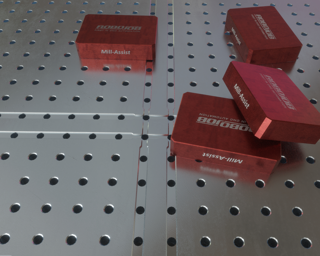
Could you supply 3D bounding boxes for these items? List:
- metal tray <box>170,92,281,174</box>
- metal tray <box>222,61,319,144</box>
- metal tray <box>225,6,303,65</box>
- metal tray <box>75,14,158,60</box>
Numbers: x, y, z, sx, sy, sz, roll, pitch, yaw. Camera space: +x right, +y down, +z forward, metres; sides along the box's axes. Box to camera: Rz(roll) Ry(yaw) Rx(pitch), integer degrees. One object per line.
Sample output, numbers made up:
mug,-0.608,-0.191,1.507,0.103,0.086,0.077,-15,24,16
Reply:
metal tray,0.086,0.003,0.403,0.130,0.030,0.090,10,51,8
metal tray,0.147,-0.037,0.409,0.091,0.030,0.130,6,40,-18
metal tray,0.177,-0.166,0.545,0.091,0.030,0.130,-6,50,-6
metal tray,-0.071,-0.159,0.538,0.131,0.030,0.090,2,50,1
